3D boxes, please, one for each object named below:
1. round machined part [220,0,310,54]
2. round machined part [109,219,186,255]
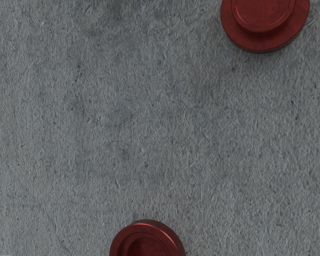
[{"bbox_3d":[0.119,-0.139,0.358,0.098,0.042,0.097,0,90,20],"label":"round machined part"},{"bbox_3d":[-0.013,0.167,0.404,0.098,0.042,0.097,0,90,20],"label":"round machined part"}]
